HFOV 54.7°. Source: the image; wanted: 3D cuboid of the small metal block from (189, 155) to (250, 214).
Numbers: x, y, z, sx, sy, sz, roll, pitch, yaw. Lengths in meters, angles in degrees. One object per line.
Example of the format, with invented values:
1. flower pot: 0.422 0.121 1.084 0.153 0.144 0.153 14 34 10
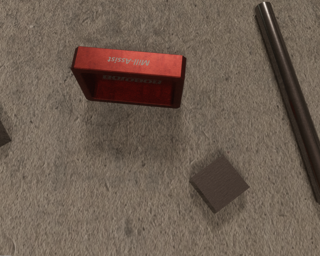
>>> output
1. small metal block: 0.073 0.070 0.384 0.050 0.025 0.050 -34 74 -12

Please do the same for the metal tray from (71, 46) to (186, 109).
1. metal tray: -0.036 -0.061 0.395 0.131 0.090 0.030 5 70 1

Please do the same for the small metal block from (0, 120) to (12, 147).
1. small metal block: -0.233 0.006 0.403 0.050 0.025 0.050 -32 73 -11

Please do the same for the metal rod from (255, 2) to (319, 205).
1. metal rod: 0.183 -0.047 0.427 0.025 0.025 0.299 -9 70 -4
